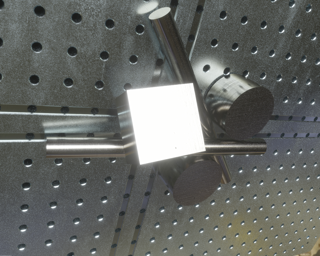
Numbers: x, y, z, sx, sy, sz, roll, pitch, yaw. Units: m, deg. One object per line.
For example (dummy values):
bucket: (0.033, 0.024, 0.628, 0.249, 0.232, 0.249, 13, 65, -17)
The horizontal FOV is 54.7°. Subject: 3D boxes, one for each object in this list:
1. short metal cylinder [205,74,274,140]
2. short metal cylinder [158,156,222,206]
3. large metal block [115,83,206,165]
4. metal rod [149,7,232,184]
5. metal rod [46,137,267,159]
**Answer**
short metal cylinder: (0.110, -0.030, 0.433, 0.081, 0.050, 0.079, -14, 124, -21)
short metal cylinder: (0.043, 0.067, 0.456, 0.081, 0.050, 0.079, -14, 124, -21)
large metal block: (-0.001, -0.004, 0.364, 0.081, 0.050, 0.080, -10, 88, -23)
metal rod: (0.054, -0.020, 0.425, 0.025, 0.025, 0.299, -33, 129, -7)
metal rod: (0.011, 0.025, 0.407, 0.303, 0.025, 0.025, 1, 118, -22)
